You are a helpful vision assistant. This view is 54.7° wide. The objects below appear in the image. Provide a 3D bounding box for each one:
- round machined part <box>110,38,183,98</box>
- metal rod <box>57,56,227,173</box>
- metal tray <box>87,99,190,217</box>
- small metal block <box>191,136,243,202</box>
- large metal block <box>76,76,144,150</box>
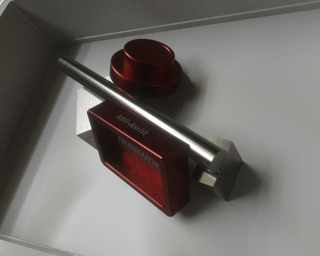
[{"bbox_3d":[-0.017,-0.087,0.420,0.099,0.042,0.098,8,42,-7],"label":"round machined part"},{"bbox_3d":[-0.045,-0.033,0.381,0.300,0.025,0.025,33,80,38],"label":"metal rod"},{"bbox_3d":[-0.026,0.031,0.351,0.030,0.089,0.130,-34,46,-30],"label":"metal tray"},{"bbox_3d":[0.062,0.044,0.328,0.025,0.050,0.050,15,70,34],"label":"small metal block"},{"bbox_3d":[-0.068,-0.025,0.437,0.080,0.050,0.080,-20,54,16],"label":"large metal block"}]
